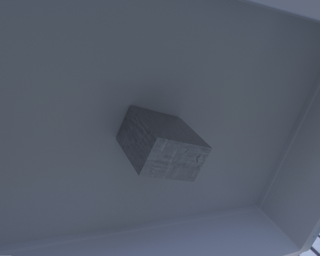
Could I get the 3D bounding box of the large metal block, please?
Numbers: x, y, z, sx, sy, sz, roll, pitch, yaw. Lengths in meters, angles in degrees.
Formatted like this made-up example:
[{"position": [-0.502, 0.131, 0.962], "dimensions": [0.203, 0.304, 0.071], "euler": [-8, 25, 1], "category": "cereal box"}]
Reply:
[{"position": [0.003, 0.019, 0.385], "dimensions": [0.081, 0.080, 0.050], "euler": [13, 112, -34], "category": "large metal block"}]
